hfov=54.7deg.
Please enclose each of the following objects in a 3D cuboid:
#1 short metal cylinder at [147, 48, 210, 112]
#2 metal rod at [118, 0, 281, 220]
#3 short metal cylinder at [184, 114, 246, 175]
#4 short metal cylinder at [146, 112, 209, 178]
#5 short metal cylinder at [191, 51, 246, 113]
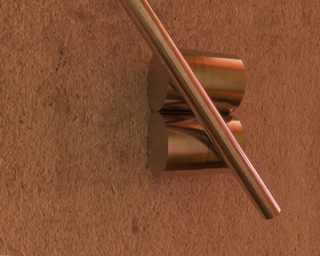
[{"bbox_3d":[0.020,-0.060,0.389,0.050,0.080,0.079,1,90,-20],"label":"short metal cylinder"},{"bbox_3d":[0.050,-0.018,0.344,0.025,0.025,0.299,-38,103,-16],"label":"metal rod"},{"bbox_3d":[0.067,0.021,0.406,0.050,0.080,0.079,1,90,-20],"label":"short metal cylinder"},{"bbox_3d":[0.019,0.021,0.388,0.050,0.080,0.079,1,90,-20],"label":"short metal cylinder"},{"bbox_3d":[0.067,-0.059,0.406,0.050,0.080,0.079,1,90,-20],"label":"short metal cylinder"}]
